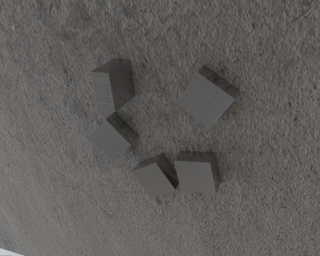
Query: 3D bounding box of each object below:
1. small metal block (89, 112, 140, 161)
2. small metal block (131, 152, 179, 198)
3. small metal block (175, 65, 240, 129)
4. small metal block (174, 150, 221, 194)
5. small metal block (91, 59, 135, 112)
[{"bbox_3d":[-0.067,0.013,0.450,0.050,0.025,0.050,46,129,-4],"label":"small metal block"},{"bbox_3d":[-0.005,0.070,0.453,0.050,0.025,0.050,-26,104,37],"label":"small metal block"},{"bbox_3d":[0.054,-0.035,0.356,0.050,0.025,0.050,37,129,3],"label":"small metal block"},{"bbox_3d":[0.051,0.059,0.416,0.050,0.025,0.050,0,119,28],"label":"small metal block"},{"bbox_3d":[-0.057,-0.054,0.387,0.025,0.050,0.050,9,122,24],"label":"small metal block"}]
